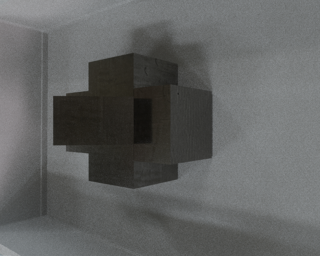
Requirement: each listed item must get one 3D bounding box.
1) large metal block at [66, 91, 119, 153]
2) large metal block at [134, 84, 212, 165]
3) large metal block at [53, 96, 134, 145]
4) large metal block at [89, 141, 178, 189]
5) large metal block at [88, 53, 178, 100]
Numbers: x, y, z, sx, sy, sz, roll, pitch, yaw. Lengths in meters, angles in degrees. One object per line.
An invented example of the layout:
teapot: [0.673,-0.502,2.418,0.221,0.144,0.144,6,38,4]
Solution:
large metal block: [-0.084,-0.008,0.440,0.050,0.081,0.080,0,90,40]
large metal block: [0.017,-0.004,0.353,0.050,0.081,0.080,0,90,39]
large metal block: [-0.070,-0.008,0.354,0.081,0.080,0.050,0,90,-5]
large metal block: [-0.034,0.042,0.398,0.080,0.081,0.050,0,90,40]
large metal block: [-0.034,-0.058,0.398,0.080,0.081,0.050,0,90,40]
